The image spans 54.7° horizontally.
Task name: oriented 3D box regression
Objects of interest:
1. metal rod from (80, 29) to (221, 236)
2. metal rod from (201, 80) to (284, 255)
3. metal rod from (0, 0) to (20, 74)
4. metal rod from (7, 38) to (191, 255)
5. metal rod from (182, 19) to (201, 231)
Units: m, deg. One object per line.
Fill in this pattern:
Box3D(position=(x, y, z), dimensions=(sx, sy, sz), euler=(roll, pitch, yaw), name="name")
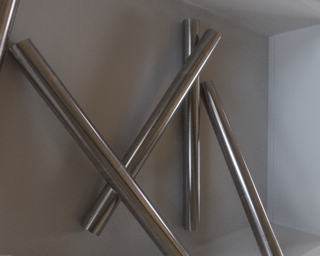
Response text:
Box3D(position=(-0.002, -0.008, 0.388), dimensions=(0.025, 0.025, 0.300), euler=(43, 69, -32), name="metal rod")
Box3D(position=(0.111, 0.069, 0.419), dimensions=(0.025, 0.025, 0.299), euler=(0, 64, -40), name="metal rod")
Box3D(position=(-0.162, -0.019, 0.271), dimensions=(0.025, 0.025, 0.299), euler=(18, 79, -39), name="metal rod")
Box3D(position=(-0.053, 0.042, 0.330), dimensions=(0.025, 0.025, 0.299), euler=(-43, 106, -32), name="metal rod")
Box3D(position=(0.045, -0.004, 0.446), dimensions=(0.025, 0.025, 0.298), euler=(-1, 91, -40), name="metal rod")
